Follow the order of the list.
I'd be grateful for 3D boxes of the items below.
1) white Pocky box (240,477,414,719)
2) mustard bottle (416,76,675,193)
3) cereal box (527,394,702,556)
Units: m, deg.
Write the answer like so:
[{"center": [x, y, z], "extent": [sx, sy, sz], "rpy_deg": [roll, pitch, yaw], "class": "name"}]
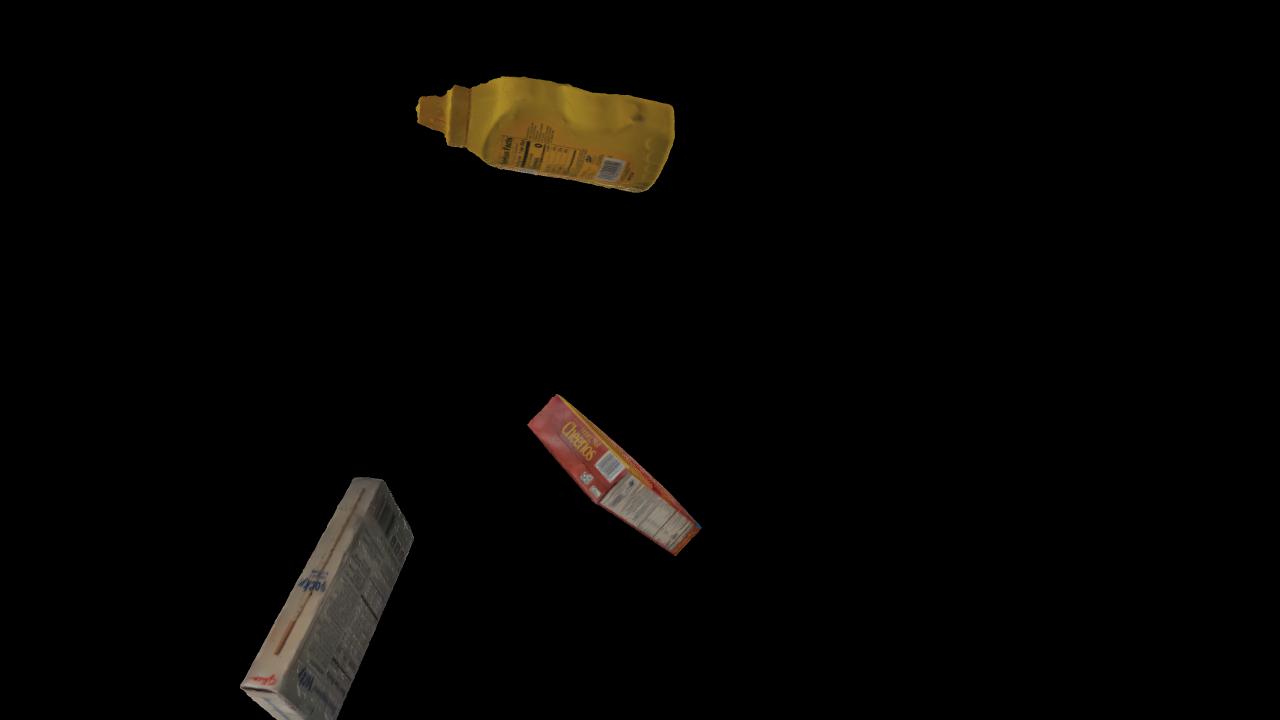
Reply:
[{"center": [-0.210, 0.169, 0.436], "extent": [0.028, 0.084, 0.154], "rpy_deg": [3, 42, 6], "class": "white Pocky box"}, {"center": [-0.073, -0.172, 0.467], "extent": [0.184, 0.054, 0.092], "rpy_deg": [4, -9, -18], "class": "mustard bottle"}, {"center": [-0.034, 0.198, 1.023], "extent": [0.203, 0.081, 0.306], "rpy_deg": [39, -6, 39], "class": "cereal box"}]
